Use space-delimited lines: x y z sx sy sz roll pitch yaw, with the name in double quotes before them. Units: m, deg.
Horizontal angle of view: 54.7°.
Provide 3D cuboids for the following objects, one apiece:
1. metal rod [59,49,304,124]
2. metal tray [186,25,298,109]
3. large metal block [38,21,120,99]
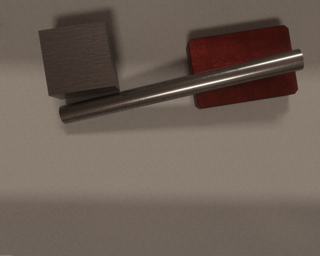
"metal rod" 0.018 -0.049 0.385 0.301 0.025 0.025 -12 90 10
"metal tray" 0.107 -0.079 0.410 0.131 0.030 0.089 -9 90 -1
"large metal block" -0.101 -0.084 0.398 0.081 0.050 0.080 -9 90 -1
